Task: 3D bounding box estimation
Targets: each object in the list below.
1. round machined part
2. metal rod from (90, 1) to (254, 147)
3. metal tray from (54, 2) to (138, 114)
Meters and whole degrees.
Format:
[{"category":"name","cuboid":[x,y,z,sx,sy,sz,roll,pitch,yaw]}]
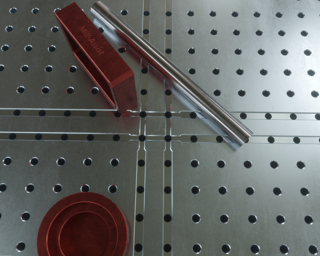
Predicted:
[{"category":"round machined part","cuboid":[-0.084,0.125,0.356,0.099,0.042,0.098,0,70,-1]},{"category":"metal rod","cuboid":[0.009,-0.084,0.442,0.025,0.025,0.300,-43,76,-14]},{"category":"metal tray","cuboid":[-0.081,-0.089,0.408,0.030,0.090,0.130,-36,74,-12]}]
